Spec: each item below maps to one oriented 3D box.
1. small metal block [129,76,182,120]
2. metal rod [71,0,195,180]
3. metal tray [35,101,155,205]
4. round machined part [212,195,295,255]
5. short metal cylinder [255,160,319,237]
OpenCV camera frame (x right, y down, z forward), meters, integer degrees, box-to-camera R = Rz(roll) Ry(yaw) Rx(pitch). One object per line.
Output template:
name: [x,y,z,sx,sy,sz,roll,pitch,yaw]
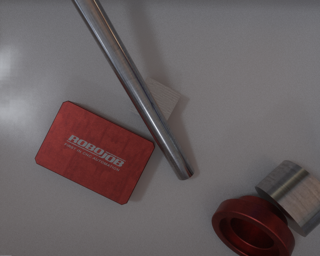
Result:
small metal block: [-0.006,-0.033,0.411,0.050,0.025,0.050,29,90,-1]
metal rod: [-0.034,-0.058,0.355,0.025,0.025,0.299,-30,113,0]
metal tray: [-0.083,0.032,0.408,0.131,0.030,0.090,26,90,-1]
round machined part: [0.118,0.123,0.386,0.098,0.098,0.042,45,55,-1]
short metal cylinder: [0.166,0.086,0.385,0.050,0.080,0.080,-41,91,-3]
